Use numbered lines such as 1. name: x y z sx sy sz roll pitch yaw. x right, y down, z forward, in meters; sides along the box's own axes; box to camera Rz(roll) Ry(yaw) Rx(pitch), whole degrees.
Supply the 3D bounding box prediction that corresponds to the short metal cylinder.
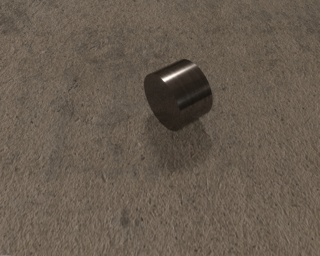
1. short metal cylinder: 0.023 -0.043 0.404 0.050 0.080 0.080 -29 56 -22
